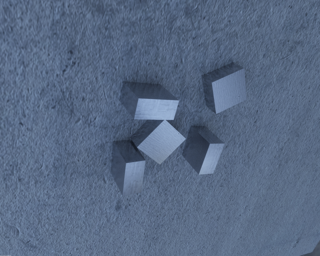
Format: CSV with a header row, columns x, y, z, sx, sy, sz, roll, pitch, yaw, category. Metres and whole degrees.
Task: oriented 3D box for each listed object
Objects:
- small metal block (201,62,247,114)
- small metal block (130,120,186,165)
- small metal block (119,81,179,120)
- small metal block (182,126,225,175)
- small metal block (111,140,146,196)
x,y,z,sx,sy,sz,roll,pitch,yaw,category
0.088,-0.054,0.421,0.050,0.025,0.050,-25,128,-13,small metal block
-0.002,0.014,0.414,0.050,0.025,0.050,-45,129,3,small metal block
-0.014,-0.032,0.363,0.050,0.050,0.025,0,118,-29,small metal block
0.060,0.031,0.442,0.025,0.050,0.050,1,118,-29,small metal block
-0.042,0.050,0.398,0.025,0.050,0.050,-6,121,-26,small metal block
